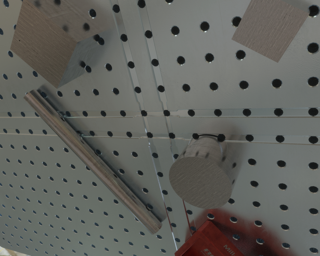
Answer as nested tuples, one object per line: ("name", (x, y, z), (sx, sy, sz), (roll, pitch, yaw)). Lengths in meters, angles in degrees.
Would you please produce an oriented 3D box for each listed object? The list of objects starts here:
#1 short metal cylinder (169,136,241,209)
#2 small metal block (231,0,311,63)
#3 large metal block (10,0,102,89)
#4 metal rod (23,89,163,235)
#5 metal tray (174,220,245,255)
("short metal cylinder", (0.058, 0.057, 0.399), (0.080, 0.050, 0.079), (13, 124, 21))
("small metal block", (0.105, -0.099, 0.295), (0.050, 0.025, 0.050), (30, 128, 8))
("large metal block", (-0.134, -0.112, 0.396), (0.080, 0.050, 0.080), (41, 129, 0))
("metal rod", (-0.105, 0.058, 0.502), (0.300, 0.025, 0.025), (48, 129, -6))
("metal tray", (0.093, 0.216, 0.471), (0.130, 0.030, 0.089), (44, 131, 17))
